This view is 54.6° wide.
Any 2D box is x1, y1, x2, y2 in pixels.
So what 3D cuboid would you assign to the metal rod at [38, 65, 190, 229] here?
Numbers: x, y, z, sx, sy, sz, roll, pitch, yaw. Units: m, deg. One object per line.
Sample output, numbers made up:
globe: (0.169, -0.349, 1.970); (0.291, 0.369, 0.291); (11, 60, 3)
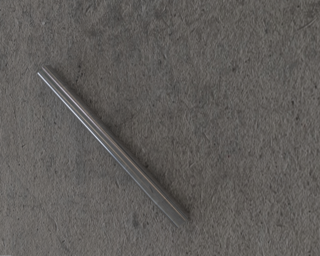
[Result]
metal rod: (-0.072, 0.017, 0.435); (0.300, 0.025, 0.025); (45, 104, 14)
